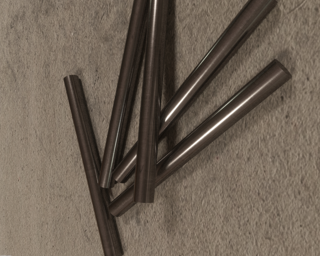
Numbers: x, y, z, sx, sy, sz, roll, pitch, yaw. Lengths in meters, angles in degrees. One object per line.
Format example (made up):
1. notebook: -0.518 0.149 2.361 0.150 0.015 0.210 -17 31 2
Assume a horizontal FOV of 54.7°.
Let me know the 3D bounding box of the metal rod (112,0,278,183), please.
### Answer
1. metal rod: 0.026 -0.032 0.381 0.298 0.025 0.025 -51 61 27

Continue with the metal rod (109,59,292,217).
1. metal rod: 0.028 0.030 0.379 0.299 0.025 0.025 -44 64 31

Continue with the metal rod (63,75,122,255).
1. metal rod: -0.110 0.055 0.492 0.025 0.025 0.299 -27 74 36

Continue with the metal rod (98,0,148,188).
1. metal rod: -0.049 -0.057 0.443 0.025 0.025 0.298 21 103 38

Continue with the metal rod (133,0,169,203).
1. metal rod: -0.009 -0.060 0.385 0.025 0.025 0.298 -1 82 39
